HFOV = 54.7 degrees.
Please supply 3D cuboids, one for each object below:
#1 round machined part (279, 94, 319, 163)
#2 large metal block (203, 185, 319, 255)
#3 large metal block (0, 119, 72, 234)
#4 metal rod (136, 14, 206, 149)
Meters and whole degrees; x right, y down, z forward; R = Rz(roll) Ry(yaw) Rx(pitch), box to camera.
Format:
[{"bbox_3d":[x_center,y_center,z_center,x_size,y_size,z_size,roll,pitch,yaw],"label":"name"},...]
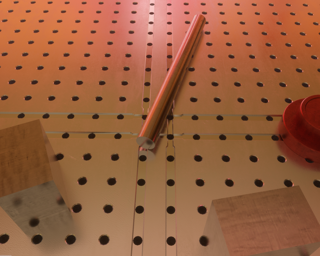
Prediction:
[{"bbox_3d":[0.211,-0.006,0.403,0.099,0.042,0.098,0,50,0],"label":"round machined part"},{"bbox_3d":[0.089,0.101,0.287,0.081,0.080,0.050,-8,51,-7],"label":"large metal block"},{"bbox_3d":[-0.135,0.051,0.328,0.050,0.080,0.080,-18,52,-14],"label":"large metal block"},{"bbox_3d":[0.027,-0.090,0.483,0.025,0.025,0.300,14,51,11],"label":"metal rod"}]
